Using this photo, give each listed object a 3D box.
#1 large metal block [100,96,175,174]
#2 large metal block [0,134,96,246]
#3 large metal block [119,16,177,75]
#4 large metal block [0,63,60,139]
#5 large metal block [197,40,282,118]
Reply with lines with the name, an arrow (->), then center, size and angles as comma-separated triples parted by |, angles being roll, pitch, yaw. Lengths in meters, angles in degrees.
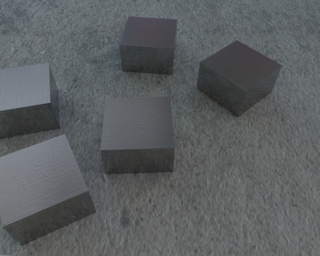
large metal block -> -0.026, 0.008, 0.380 | 0.081, 0.050, 0.080 | -2, 50, -2
large metal block -> -0.124, 0.064, 0.332 | 0.081, 0.050, 0.080 | -21, 54, -18
large metal block -> -0.016, -0.134, 0.499 | 0.080, 0.050, 0.080 | 5, 50, 3
large metal block -> -0.183, -0.038, 0.416 | 0.081, 0.050, 0.080 | -11, 51, -9
large metal block -> 0.113, -0.074, 0.450 | 0.080, 0.050, 0.080 | -34, 58, -26
